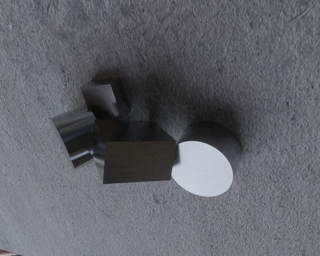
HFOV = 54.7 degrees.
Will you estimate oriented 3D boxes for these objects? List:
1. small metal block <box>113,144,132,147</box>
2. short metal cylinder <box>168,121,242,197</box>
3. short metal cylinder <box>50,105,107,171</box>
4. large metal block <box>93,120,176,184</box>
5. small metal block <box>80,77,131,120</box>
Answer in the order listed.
[{"bbox_3d":[-0.052,0.039,0.458,0.050,0.025,0.050,3,120,26],"label":"small metal block"},{"bbox_3d":[0.056,0.038,0.385,0.080,0.050,0.079,13,124,20],"label":"short metal cylinder"},{"bbox_3d":[-0.113,0.013,0.435,0.080,0.050,0.080,50,155,35],"label":"short metal cylinder"},{"bbox_3d":[-0.035,0.026,0.382,0.081,0.080,0.050,1,108,-21],"label":"large metal block"},{"bbox_3d":[-0.073,-0.039,0.421,0.050,0.025,0.050,-1,118,28],"label":"small metal block"}]
